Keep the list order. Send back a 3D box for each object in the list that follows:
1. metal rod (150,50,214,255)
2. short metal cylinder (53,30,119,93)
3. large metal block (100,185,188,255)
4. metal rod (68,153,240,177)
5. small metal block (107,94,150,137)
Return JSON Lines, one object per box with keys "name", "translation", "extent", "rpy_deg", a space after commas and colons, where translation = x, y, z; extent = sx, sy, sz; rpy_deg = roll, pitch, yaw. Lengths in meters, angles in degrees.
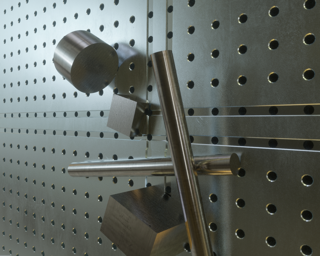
{"name": "metal rod", "translation": [0.032, 0.062, 0.352], "extent": [0.025, 0.025, 0.298], "rpy_deg": [-10, 93, 39]}
{"name": "short metal cylinder", "translation": [-0.110, -0.099, 0.464], "extent": [0.050, 0.081, 0.079], "rpy_deg": [39, 114, 33]}
{"name": "large metal block", "translation": [-0.013, 0.118, 0.384], "extent": [0.080, 0.081, 0.050], "rpy_deg": [28, 107, 36]}
{"name": "metal rod", "translation": [-0.032, 0.056, 0.435], "extent": [0.300, 0.025, 0.025], "rpy_deg": [-8, 85, 39]}
{"name": "small metal block", "translation": [-0.047, -0.019, 0.448], "extent": [0.050, 0.025, 0.050], "rpy_deg": [22, 104, 37]}
